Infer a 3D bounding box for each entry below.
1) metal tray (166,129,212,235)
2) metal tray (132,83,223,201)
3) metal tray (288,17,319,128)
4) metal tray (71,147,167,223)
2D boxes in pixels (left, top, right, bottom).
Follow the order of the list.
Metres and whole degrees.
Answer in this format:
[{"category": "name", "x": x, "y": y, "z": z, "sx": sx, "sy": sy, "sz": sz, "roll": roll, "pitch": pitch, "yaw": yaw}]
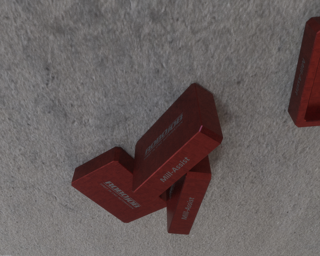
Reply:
[{"category": "metal tray", "x": 0.035, "y": 0.074, "z": 0.427, "sx": 0.030, "sy": 0.090, "sz": 0.129, "roll": 7, "pitch": 130, "yaw": -6}, {"category": "metal tray", "x": 0.016, "y": 0.018, "z": 0.379, "sx": 0.030, "sy": 0.090, "sz": 0.129, "roll": 29, "pitch": 124, "yaw": -23}, {"category": "metal tray", "x": 0.206, "y": -0.062, "z": 0.354, "sx": 0.091, "sy": 0.030, "sz": 0.129, "roll": -5, "pitch": 130, "yaw": 3}, {"category": "metal tray", "x": -0.059, "y": 0.093, "z": 0.483, "sx": 0.090, "sy": 0.030, "sz": 0.130, "roll": -29, "pitch": 125, "yaw": 22}]
